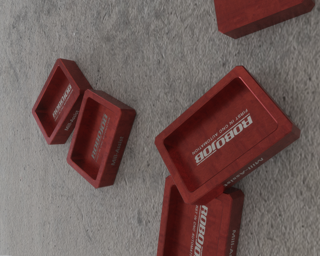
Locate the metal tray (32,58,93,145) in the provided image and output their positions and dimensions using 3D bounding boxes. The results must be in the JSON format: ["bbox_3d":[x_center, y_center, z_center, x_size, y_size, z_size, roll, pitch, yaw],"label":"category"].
[{"bbox_3d":[-0.174,-0.044,0.545,0.129,0.030,0.090,-52,60,27],"label":"metal tray"}]

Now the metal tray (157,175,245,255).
[{"bbox_3d":[0.044,0.127,0.365,0.090,0.030,0.129,11,97,39],"label":"metal tray"}]

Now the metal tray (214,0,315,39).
[{"bbox_3d":[0.098,-0.170,0.320,0.090,0.030,0.129,-12,82,39],"label":"metal tray"}]

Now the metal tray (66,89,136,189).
[{"bbox_3d":[-0.094,0.015,0.479,0.090,0.030,0.129,31,109,35],"label":"metal tray"}]

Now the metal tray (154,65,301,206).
[{"bbox_3d":[0.063,0.010,0.326,0.130,0.030,0.090,-42,56,21],"label":"metal tray"}]
